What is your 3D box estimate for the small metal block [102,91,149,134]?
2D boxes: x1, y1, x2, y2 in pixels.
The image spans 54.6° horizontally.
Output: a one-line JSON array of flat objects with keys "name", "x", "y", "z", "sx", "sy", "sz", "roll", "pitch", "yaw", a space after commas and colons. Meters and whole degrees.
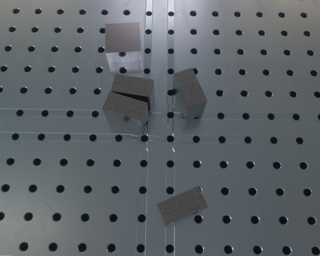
[{"name": "small metal block", "x": -0.043, "y": -0.019, "z": 0.405, "sx": 0.050, "sy": 0.050, "sz": 0.025, "roll": 17, "pitch": 71, "yaw": 6}]

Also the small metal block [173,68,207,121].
[{"name": "small metal block", "x": 0.038, "y": -0.044, "z": 0.415, "sx": 0.025, "sy": 0.050, "sz": 0.050, "roll": -19, "pitch": 71, "yaw": -7}]

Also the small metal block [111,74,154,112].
[{"name": "small metal block", "x": -0.035, "y": -0.046, "z": 0.415, "sx": 0.050, "sy": 0.050, "sz": 0.025, "roll": 9, "pitch": 71, "yaw": 3}]

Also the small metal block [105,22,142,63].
[{"name": "small metal block", "x": -0.054, "y": -0.126, "z": 0.458, "sx": 0.050, "sy": 0.025, "sz": 0.050, "roll": -4, "pitch": 70, "yaw": -2}]

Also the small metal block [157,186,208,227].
[{"name": "small metal block", "x": 0.025, "y": 0.093, "z": 0.365, "sx": 0.050, "sy": 0.050, "sz": 0.025, "roll": -22, "pitch": 72, "yaw": -8}]
